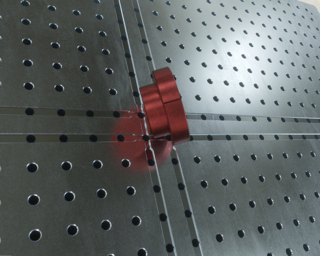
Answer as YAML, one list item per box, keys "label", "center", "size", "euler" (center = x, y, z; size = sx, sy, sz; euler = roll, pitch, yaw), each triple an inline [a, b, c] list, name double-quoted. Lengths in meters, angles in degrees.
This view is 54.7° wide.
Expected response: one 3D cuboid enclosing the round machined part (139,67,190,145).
- label: "round machined part"
  center: [0.003, -0.024, 0.391]
  size: [0.042, 0.098, 0.098]
  euler: [-16, 67, -1]
